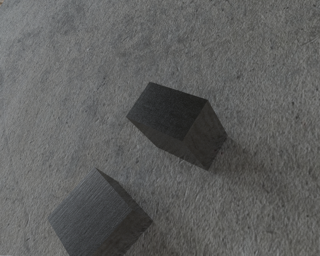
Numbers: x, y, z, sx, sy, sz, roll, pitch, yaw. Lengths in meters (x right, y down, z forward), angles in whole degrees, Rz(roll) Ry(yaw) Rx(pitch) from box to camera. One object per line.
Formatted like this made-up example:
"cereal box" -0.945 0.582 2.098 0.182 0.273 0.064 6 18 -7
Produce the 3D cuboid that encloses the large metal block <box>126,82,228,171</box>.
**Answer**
"large metal block" 0.022 -0.002 0.358 0.080 0.080 0.050 23 74 36

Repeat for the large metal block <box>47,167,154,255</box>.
"large metal block" -0.070 0.106 0.359 0.080 0.050 0.080 -48 51 -6
